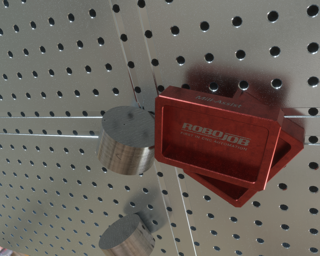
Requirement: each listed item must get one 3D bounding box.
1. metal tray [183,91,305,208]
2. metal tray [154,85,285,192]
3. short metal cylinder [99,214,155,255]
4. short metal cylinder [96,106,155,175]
[{"bbox_3d":[0.096,0.030,0.376,0.090,0.030,0.129,34,129,5],"label":"metal tray"},{"bbox_3d":[0.059,0.010,0.343,0.130,0.030,0.089,14,124,20],"label":"metal tray"},{"bbox_3d":[-0.056,0.193,0.524,0.080,0.080,0.050,-21,107,36],"label":"short metal cylinder"},{"bbox_3d":[-0.040,0.015,0.406,0.080,0.080,0.050,28,128,10],"label":"short metal cylinder"}]
